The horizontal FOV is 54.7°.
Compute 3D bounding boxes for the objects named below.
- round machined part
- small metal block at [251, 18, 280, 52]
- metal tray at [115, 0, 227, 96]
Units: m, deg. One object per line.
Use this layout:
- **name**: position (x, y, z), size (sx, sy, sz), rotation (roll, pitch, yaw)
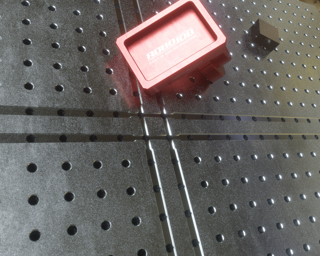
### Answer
- **round machined part**: position (0.077, -0.125, 0.491), size (0.098, 0.042, 0.098), rotation (43, 29, -30)
- **small metal block**: position (0.221, -0.195, 0.649), size (0.050, 0.025, 0.050), rotation (21, 54, -17)
- **metal tray**: position (0.015, -0.117, 0.437), size (0.130, 0.030, 0.090), rotation (-31, 76, 2)
